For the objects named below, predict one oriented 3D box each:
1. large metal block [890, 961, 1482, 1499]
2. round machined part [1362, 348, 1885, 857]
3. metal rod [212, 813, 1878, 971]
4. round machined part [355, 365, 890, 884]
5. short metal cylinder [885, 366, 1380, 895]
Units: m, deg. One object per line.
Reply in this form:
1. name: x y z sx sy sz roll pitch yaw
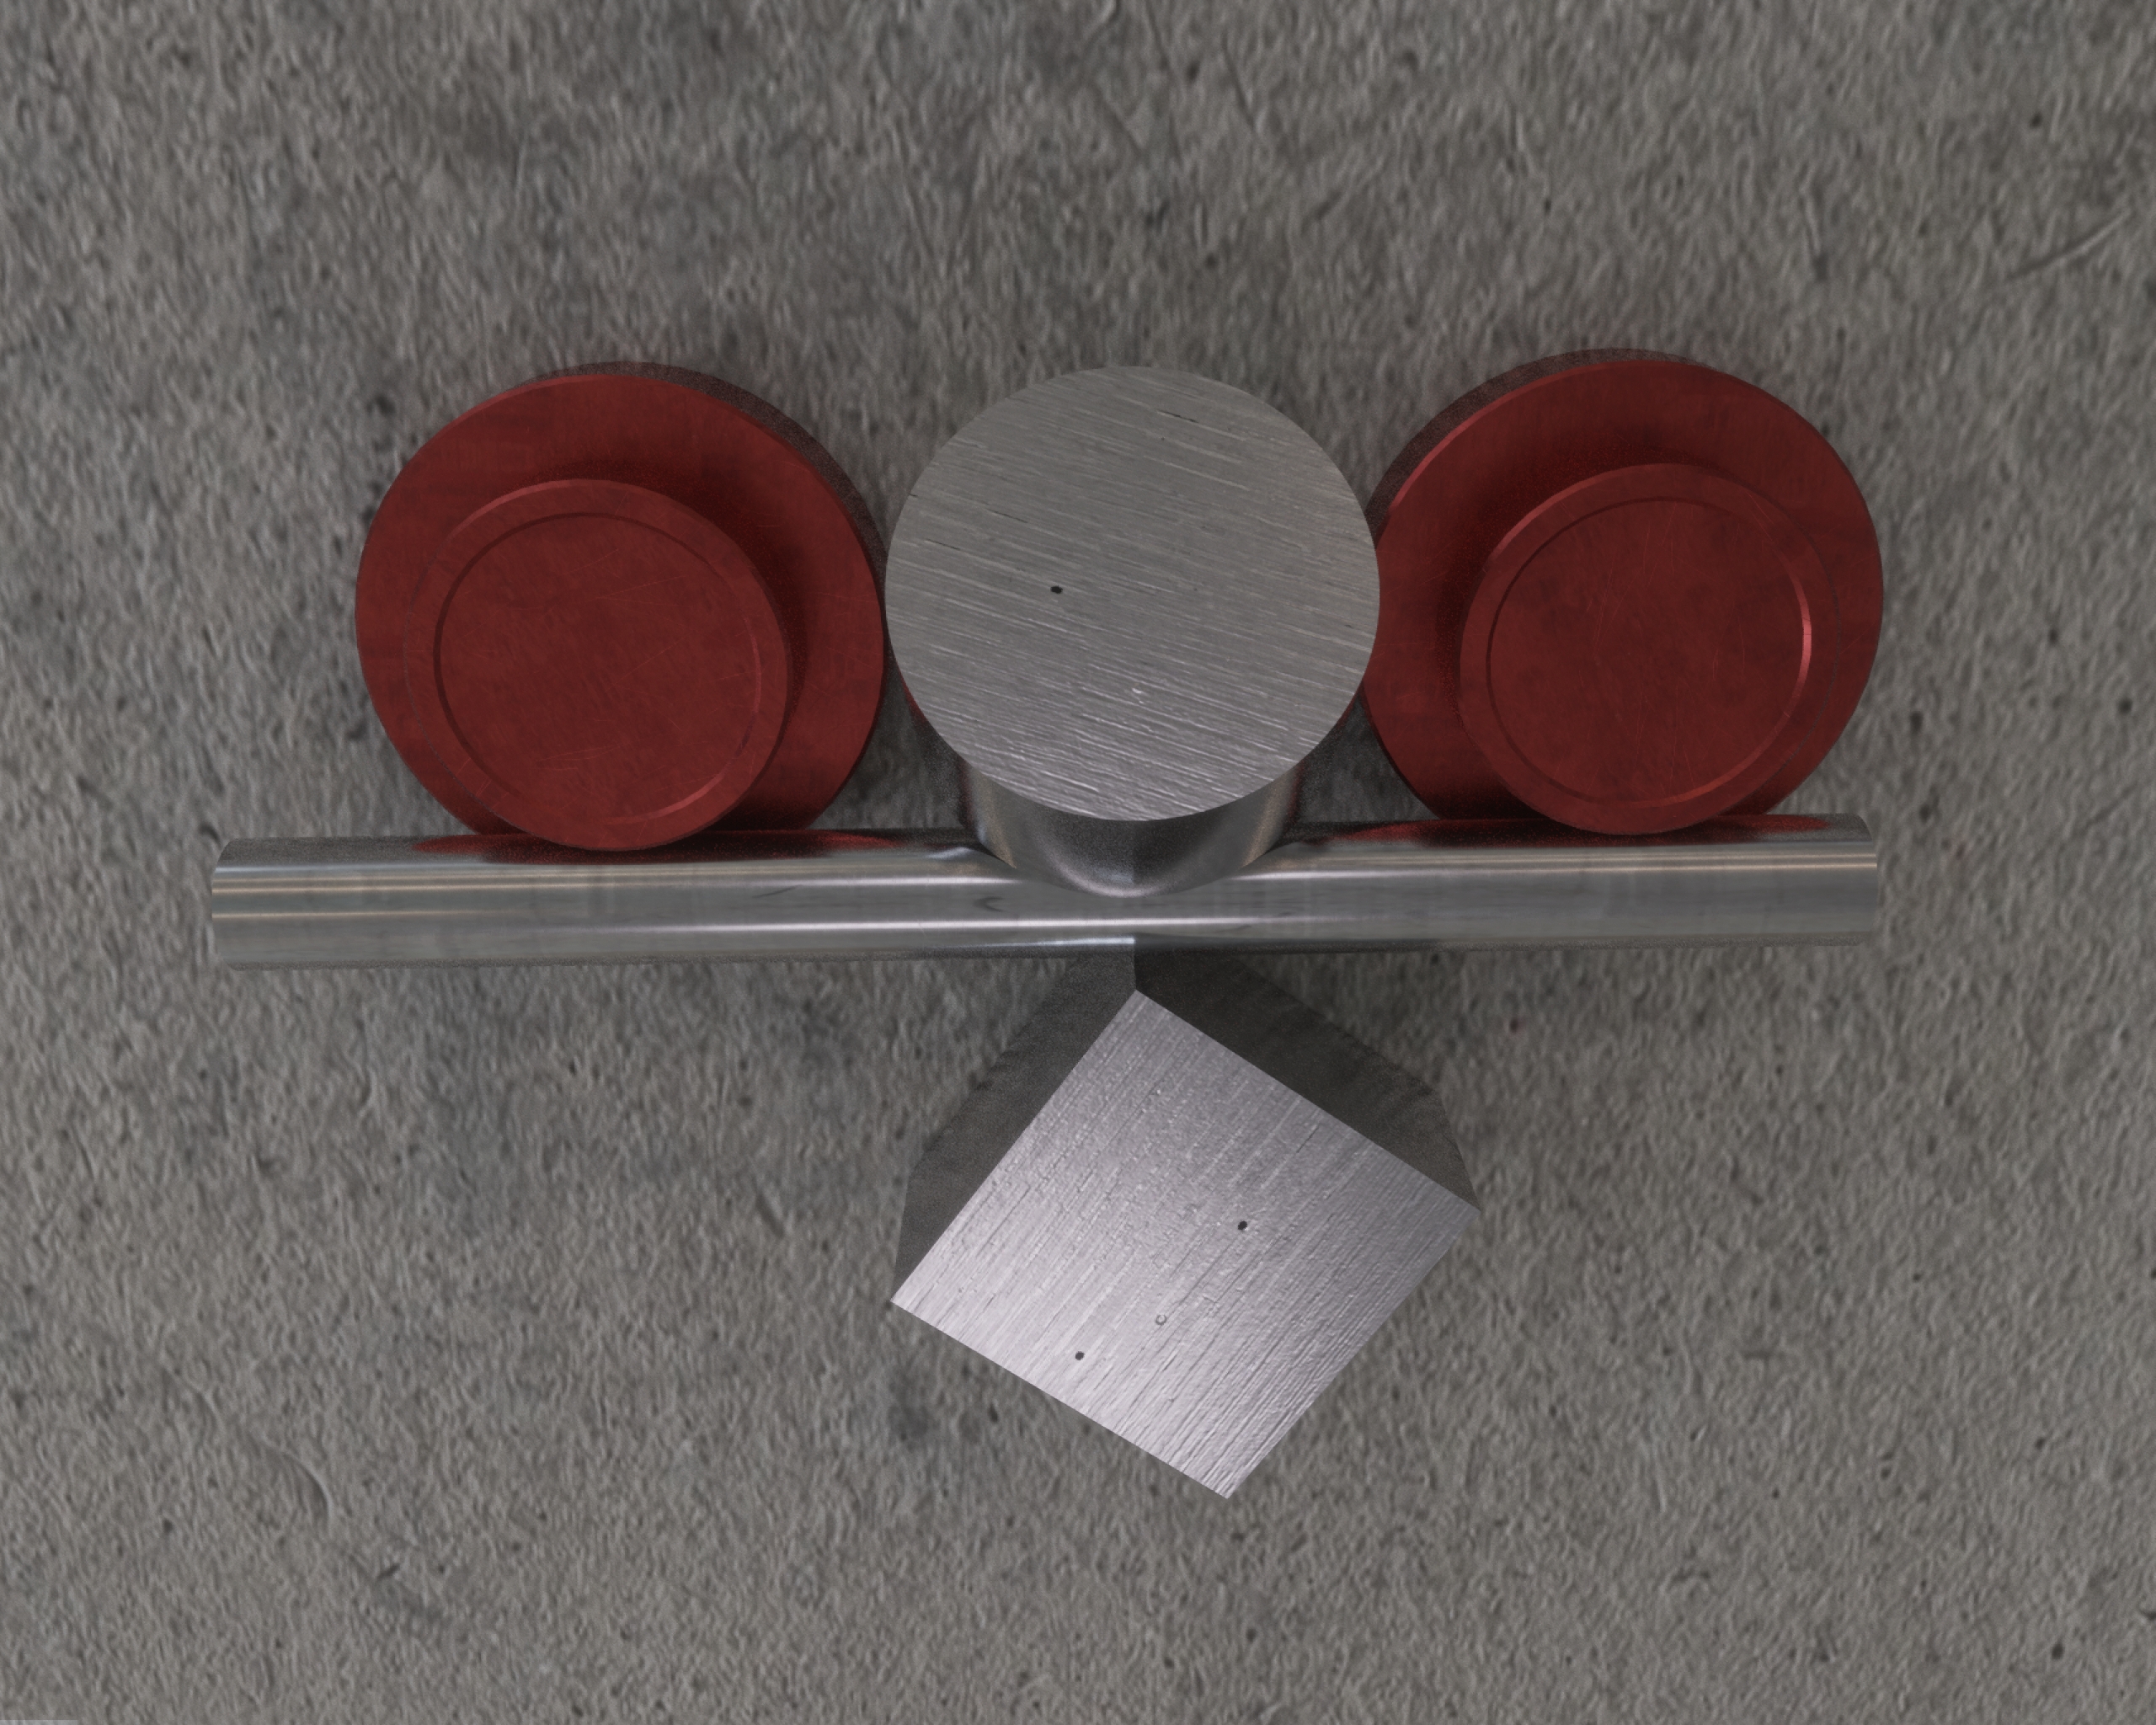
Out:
1. large metal block: 0.020 0.066 0.420 0.080 0.050 0.080 34 107 -12
2. round machined part: 0.101 -0.043 0.387 0.099 0.042 0.097 0 110 0
3. metal rod: -0.006 0.006 0.390 0.302 0.025 0.025 -1 110 0
4. round machined part: -0.084 -0.040 0.385 0.099 0.042 0.097 0 110 0
5. short metal cylinder: 0.009 -0.038 0.364 0.080 0.050 0.080 0 75 0
